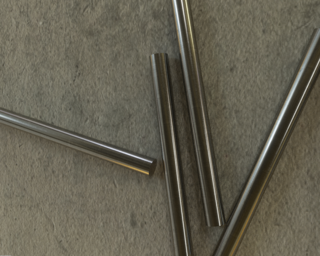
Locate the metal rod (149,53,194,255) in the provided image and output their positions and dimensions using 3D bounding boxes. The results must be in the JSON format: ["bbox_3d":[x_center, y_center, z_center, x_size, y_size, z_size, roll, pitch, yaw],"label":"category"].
[{"bbox_3d":[0.017,0.053,0.402,0.025,0.025,0.298,-8,87,19],"label":"metal rod"}]

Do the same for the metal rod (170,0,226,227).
[{"bbox_3d":[0.047,-0.029,0.391,0.025,0.025,0.298,-10,87,19],"label":"metal rod"}]

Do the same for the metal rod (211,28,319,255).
[{"bbox_3d":[0.129,0.031,0.363,0.025,0.025,0.298,24,98,18],"label":"metal rod"}]

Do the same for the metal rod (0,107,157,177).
[{"bbox_3d":[-0.146,0.012,0.458,0.301,0.025,0.025,17,96,18],"label":"metal rod"}]
